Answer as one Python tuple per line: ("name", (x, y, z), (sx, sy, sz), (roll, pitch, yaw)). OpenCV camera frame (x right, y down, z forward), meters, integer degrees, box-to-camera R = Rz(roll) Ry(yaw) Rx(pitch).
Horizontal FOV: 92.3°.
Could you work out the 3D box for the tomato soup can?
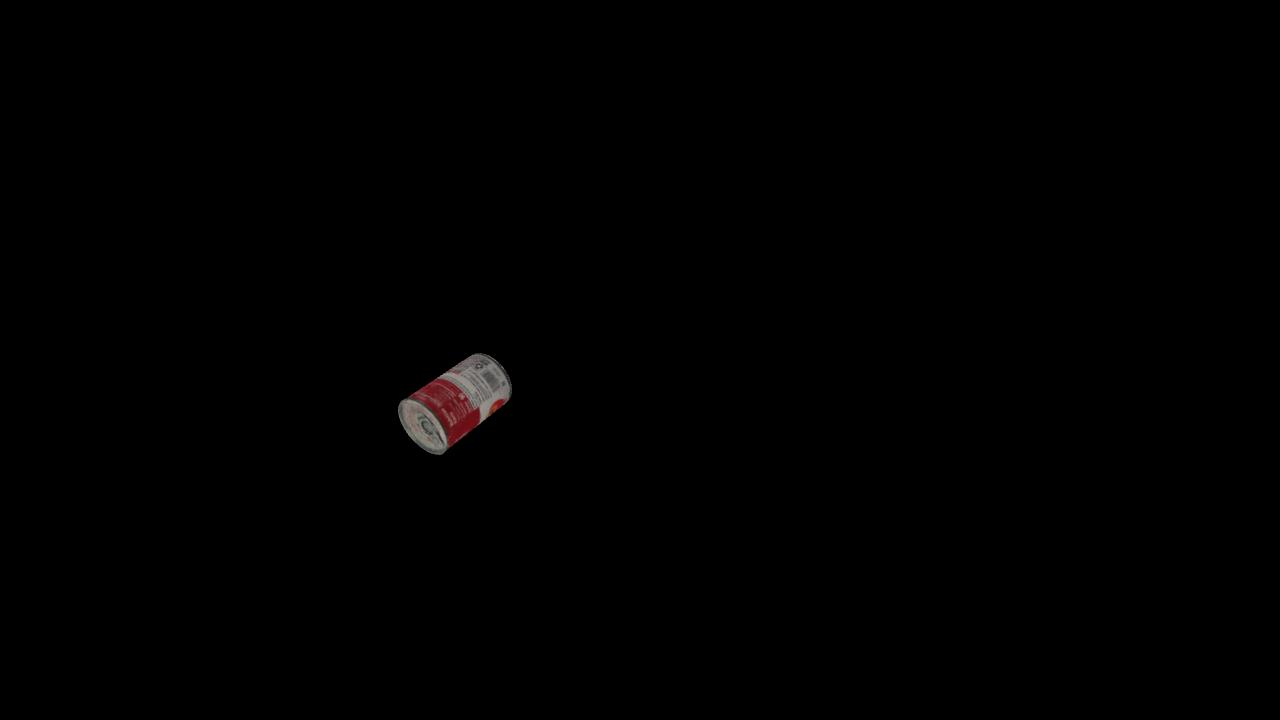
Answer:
("tomato soup can", (-0.194, 0.044, 0.653), (0.068, 0.068, 0.101), (0, 29, 35))
